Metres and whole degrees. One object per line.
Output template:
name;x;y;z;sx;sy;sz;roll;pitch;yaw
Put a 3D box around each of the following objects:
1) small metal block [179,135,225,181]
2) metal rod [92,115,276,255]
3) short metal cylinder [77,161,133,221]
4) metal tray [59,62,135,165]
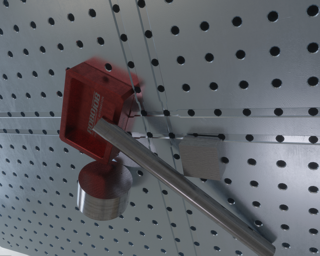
small metal block;0.056;0.039;0.406;0.050;0.025;0.050;3;120;26
metal rod;0.037;0.084;0.422;0.301;0.025;0.025;38;129;-6
short metal cylinder;-0.086;0.095;0.480;0.080;0.080;0.050;24;127;13
metal tray;-0.095;-0.017;0.447;0.090;0.030;0.129;28;128;10
